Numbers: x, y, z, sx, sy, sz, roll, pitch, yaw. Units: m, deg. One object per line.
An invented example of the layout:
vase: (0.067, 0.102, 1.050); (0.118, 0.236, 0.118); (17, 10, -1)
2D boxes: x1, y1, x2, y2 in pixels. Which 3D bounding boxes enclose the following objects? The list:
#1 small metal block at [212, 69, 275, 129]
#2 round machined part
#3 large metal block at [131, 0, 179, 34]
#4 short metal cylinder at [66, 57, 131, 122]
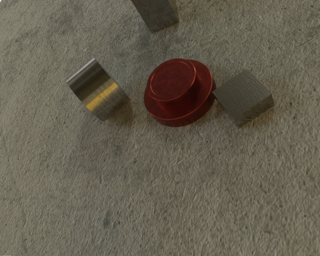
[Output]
small metal block: (0.099, -0.036, 0.373); (0.050, 0.025, 0.050); (-34, 52, 5)
round machined part: (0.022, -0.054, 0.413); (0.098, 0.042, 0.098); (-13, 56, 20)
large metal block: (-0.011, -0.219, 0.507); (0.050, 0.080, 0.080); (-17, 55, 18)
short metal cylinder: (-0.088, -0.055, 0.447); (0.050, 0.080, 0.080); (-40, 51, 1)
